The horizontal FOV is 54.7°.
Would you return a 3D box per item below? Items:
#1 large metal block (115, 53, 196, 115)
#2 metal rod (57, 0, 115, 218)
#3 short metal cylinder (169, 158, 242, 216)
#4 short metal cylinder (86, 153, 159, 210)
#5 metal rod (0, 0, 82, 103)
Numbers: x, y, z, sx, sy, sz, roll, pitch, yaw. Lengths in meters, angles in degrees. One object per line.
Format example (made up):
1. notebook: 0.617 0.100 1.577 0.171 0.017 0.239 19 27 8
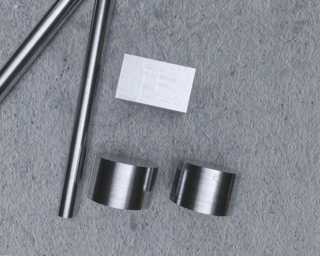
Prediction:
1. large metal block: -0.005 -0.050 0.382 0.080 0.080 0.050 12 90 0
2. metal rod: -0.097 -0.032 0.408 0.025 0.025 0.298 10 90 0
3. short metal cylinder: 0.056 0.071 0.383 0.080 0.080 0.050 13 90 0
4. short metal cylinder: -0.045 0.063 0.382 0.080 0.080 0.050 12 90 0
5. metal rod: -0.175 -0.099 0.408 0.025 0.025 0.300 39 90 0
